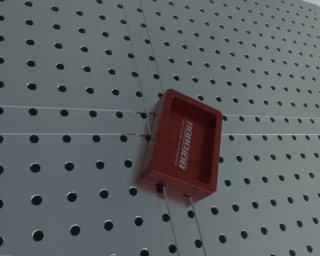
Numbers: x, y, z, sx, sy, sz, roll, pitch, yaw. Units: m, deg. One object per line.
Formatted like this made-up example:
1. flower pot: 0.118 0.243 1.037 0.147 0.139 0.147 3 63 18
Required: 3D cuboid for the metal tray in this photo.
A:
1. metal tray: 0.033 0.019 0.410 0.090 0.030 0.130 23 53 -14
